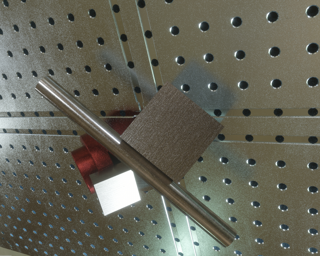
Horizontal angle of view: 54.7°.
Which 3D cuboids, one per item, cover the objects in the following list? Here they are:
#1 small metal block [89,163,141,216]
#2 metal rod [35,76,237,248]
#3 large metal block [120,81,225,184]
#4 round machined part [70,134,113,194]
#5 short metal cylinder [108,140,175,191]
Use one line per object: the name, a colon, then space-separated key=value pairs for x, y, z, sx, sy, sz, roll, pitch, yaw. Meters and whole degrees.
small metal block: x=-0.058 y=0.077 z=0.401 sx=0.025 sy=0.050 sz=0.050 roll=40 pitch=146 yaw=57
metal rod: x=-0.030 y=0.041 z=0.382 sx=0.300 sy=0.025 sz=0.025 roll=40 pitch=129 yaw=1
large metal block: x=0.013 y=0.006 z=0.359 sx=0.080 sy=0.050 sz=0.080 roll=39 pitch=86 yaw=1
round machined part: x=-0.095 y=0.056 z=0.447 sx=0.098 sy=0.042 sz=0.098 roll=54 pitch=160 yaw=30
short metal cylinder: x=-0.025 y=0.040 z=0.428 sx=0.080 sy=0.050 sz=0.079 roll=13 pitch=124 yaw=21
